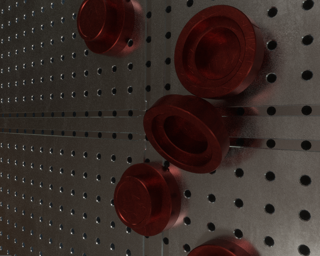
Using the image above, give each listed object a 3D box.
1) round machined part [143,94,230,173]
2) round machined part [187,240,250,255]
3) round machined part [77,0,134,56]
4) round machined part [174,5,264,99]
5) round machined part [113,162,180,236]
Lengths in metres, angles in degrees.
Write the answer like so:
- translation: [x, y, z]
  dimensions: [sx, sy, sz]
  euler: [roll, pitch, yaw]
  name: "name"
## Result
- translation: [0.033, 0.002, 0.349]
  dimensions: [0.098, 0.042, 0.097]
  euler: [25, 142, 22]
  name: "round machined part"
- translation: [0.064, 0.180, 0.345]
  dimensions: [0.098, 0.042, 0.097]
  euler: [0, 90, 39]
  name: "round machined part"
- translation: [-0.088, -0.162, 0.469]
  dimensions: [0.098, 0.042, 0.097]
  euler: [0, 90, 39]
  name: "round machined part"
- translation: [0.067, -0.080, 0.342]
  dimensions: [0.098, 0.042, 0.097]
  euler: [0, 90, 39]
  name: "round machined part"
- translation: [-0.024, 0.096, 0.416]
  dimensions: [0.098, 0.042, 0.097]
  euler: [0, 90, 39]
  name: "round machined part"
